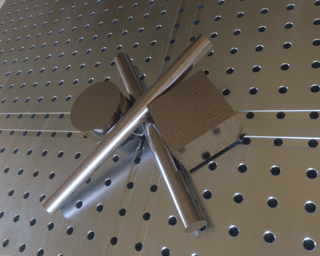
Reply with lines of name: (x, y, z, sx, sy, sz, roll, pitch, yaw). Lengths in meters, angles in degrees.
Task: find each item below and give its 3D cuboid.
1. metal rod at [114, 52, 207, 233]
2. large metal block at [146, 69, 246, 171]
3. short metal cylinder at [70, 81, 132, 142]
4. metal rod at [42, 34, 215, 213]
metal rod: (-0.013, -0.005, 0.412, 0.025, 0.025, 0.300, -31, 52, 8)
large metal block: (0.042, -0.009, 0.370, 0.080, 0.050, 0.080, -33, 52, 6)
short metal cylinder: (-0.078, -0.019, 0.440, 0.080, 0.050, 0.080, -13, 56, 21)
metal rod: (-0.045, -0.001, 0.401, 0.300, 0.025, 0.025, -46, 51, 7)
